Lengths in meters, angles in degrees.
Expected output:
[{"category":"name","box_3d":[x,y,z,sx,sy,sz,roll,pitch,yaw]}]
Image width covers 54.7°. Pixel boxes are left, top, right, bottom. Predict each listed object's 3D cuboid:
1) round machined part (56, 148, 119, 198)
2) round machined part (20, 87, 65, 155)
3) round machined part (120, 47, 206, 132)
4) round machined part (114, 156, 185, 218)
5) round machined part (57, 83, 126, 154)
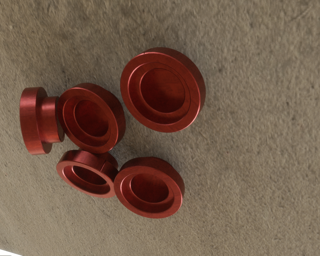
[{"category":"round machined part","box_3d":[-0.103,0.063,0.476,0.098,0.042,0.097,13,141,11]},{"category":"round machined part","box_3d":[-0.165,-0.011,0.449,0.042,0.098,0.097,-5,122,-7]},{"category":"round machined part","box_3d":[0.007,-0.047,0.362,0.098,0.042,0.097,13,124,20]},{"category":"round machined part","box_3d":[-0.013,0.080,0.444,0.098,0.042,0.097,8,124,12]},{"category":"round machined part","box_3d":[-0.089,-0.017,0.429,0.098,0.042,0.097,13,122,22]}]
